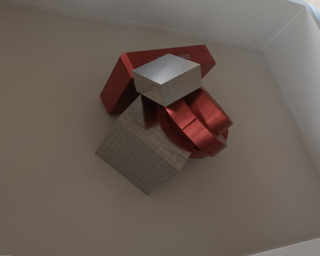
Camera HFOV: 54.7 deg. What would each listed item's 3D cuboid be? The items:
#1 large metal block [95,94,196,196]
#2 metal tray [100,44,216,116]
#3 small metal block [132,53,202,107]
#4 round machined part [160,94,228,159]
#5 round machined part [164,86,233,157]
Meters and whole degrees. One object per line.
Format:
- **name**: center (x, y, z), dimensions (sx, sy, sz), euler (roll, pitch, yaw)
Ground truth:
- **large metal block**: center (-0.016, 0.021, 0.349), dimensions (0.080, 0.080, 0.050), euler (39, 51, -2)
- **metal tray**: center (-0.002, -0.062, 0.400), dimensions (0.131, 0.090, 0.030), euler (-16, 71, -35)
- **small metal block**: center (0.007, -0.052, 0.322), dimensions (0.050, 0.025, 0.050), euler (-31, 40, -25)
- **round machined part**: center (0.039, -0.003, 0.419), dimensions (0.099, 0.042, 0.098), euler (14, 56, -21)
- **round machined part**: center (0.046, -0.018, 0.356), dimensions (0.098, 0.042, 0.098), euler (46, 13, -13)
